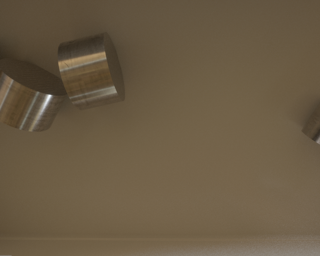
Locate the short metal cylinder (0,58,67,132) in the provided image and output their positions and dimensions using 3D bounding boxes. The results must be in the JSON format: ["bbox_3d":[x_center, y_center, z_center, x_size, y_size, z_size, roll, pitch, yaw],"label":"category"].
[{"bbox_3d":[-0.157,-0.039,0.365,0.080,0.080,0.050,29,107,-11],"label":"short metal cylinder"}]

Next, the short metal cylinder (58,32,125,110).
[{"bbox_3d":[-0.076,-0.065,0.357,0.050,0.080,0.079,-12,110,4],"label":"short metal cylinder"}]

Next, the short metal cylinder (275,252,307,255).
[{"bbox_3d":[0.210,0.238,0.475,0.081,0.080,0.050,2,110,-1],"label":"short metal cylinder"}]

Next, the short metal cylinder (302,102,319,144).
[{"bbox_3d":[0.228,0.002,0.386,0.080,0.080,0.050,23,108,-9],"label":"short metal cylinder"}]
